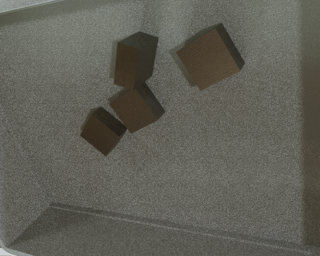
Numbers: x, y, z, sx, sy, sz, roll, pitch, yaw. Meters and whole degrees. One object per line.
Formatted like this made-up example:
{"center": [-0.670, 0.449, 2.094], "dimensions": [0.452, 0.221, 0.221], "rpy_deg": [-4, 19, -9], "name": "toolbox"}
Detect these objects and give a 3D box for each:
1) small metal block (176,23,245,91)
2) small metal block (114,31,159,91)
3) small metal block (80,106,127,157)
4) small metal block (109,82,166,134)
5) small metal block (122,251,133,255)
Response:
{"center": [0.055, -0.075, 0.333], "dimensions": [0.050, 0.025, 0.050], "rpy_deg": [-25, 105, 36], "name": "small metal block"}
{"center": [-0.027, -0.078, 0.357], "dimensions": [0.025, 0.050, 0.050], "rpy_deg": [22, 127, 14], "name": "small metal block"}
{"center": [-0.082, 0.006, 0.454], "dimensions": [0.050, 0.025, 0.050], "rpy_deg": [39, 129, 1], "name": "small metal block"}
{"center": [-0.030, -0.027, 0.406], "dimensions": [0.050, 0.025, 0.050], "rpy_deg": [-26, 104, 37], "name": "small metal block"}
{"center": [-0.074, 0.281, 0.605], "dimensions": [0.025, 0.050, 0.050], "rpy_deg": [24, 127, 13], "name": "small metal block"}
